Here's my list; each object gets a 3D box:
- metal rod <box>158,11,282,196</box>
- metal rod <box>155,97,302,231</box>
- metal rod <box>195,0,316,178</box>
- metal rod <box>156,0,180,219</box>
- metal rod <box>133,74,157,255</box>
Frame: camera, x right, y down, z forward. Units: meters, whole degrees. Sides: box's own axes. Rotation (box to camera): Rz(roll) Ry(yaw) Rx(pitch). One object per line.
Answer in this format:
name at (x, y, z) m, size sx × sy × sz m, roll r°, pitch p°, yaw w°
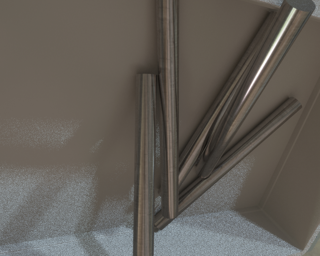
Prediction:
metal rod at (0.081, -0.021, 0.439) m, size 0.025 × 0.025 × 0.298 m, roll 20°, pitch 108°, yaw -36°
metal rod at (0.108, 0.057, 0.502) m, size 0.300 × 0.025 × 0.025 m, roll -41°, pitch 129°, yaw 0°
metal rod at (0.090, -0.016, 0.369) m, size 0.025 × 0.025 × 0.298 m, roll -15°, pitch 150°, yaw -20°
metal rod at (0.011, -0.007, 0.393) m, size 0.025 × 0.025 × 0.298 m, roll -13°, pitch 119°, yaw -22°
metal rod at (-0.019, 0.087, 0.371) m, size 0.025 × 0.025 × 0.298 m, roll 0°, pitch 93°, yaw -28°
